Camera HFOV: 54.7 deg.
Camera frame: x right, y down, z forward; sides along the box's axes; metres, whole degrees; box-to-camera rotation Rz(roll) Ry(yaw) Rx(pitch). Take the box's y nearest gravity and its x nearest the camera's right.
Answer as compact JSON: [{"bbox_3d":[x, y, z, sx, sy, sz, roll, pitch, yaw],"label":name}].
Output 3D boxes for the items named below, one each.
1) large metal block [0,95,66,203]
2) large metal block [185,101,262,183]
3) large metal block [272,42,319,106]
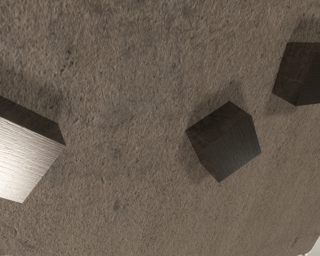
[{"bbox_3d":[-0.159,0.021,0.317,0.080,0.050,0.080,32,100,-39],"label":"large metal block"},{"bbox_3d":[0.095,0.021,0.458,0.080,0.050,0.080,-34,129,-7],"label":"large metal block"},{"bbox_3d":[0.227,-0.083,0.467,0.081,0.050,0.079,-7,122,-25],"label":"large metal block"}]
